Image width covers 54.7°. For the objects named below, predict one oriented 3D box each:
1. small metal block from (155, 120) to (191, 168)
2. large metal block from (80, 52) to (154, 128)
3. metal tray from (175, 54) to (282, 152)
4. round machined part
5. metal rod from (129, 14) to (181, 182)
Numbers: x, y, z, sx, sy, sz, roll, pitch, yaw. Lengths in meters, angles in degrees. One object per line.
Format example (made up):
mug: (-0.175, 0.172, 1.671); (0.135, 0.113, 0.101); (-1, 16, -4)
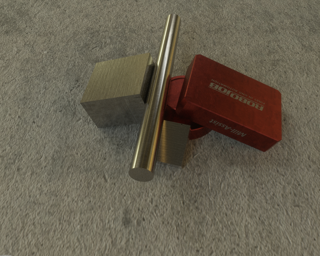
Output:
small metal block: (0.008, 0.019, 0.376); (0.050, 0.025, 0.050); (12, 76, 10)
large metal block: (-0.049, -0.050, 0.416); (0.080, 0.050, 0.080); (-6, 48, 18)
metal tray: (0.093, -0.034, 0.401); (0.131, 0.030, 0.090); (23, 52, -8)
round machined part: (0.033, -0.034, 0.422); (0.099, 0.042, 0.098); (0, 50, 0)
metal rod: (0.002, -0.064, 0.404); (0.025, 0.025, 0.300); (6, 48, 5)
